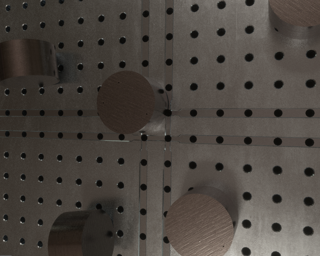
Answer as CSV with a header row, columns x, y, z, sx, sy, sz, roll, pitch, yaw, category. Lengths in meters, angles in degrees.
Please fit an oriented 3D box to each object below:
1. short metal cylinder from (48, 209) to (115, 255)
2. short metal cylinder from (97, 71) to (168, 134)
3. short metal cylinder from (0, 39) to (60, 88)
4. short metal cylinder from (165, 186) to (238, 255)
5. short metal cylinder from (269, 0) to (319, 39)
x,y,z,sx,sy,sz,roll,pitch,yaw,category
-0.104,0.153,0.419,0.050,0.080,0.080,-10,87,19,short metal cylinder
-0.035,-0.032,0.411,0.080,0.050,0.079,0,90,19,short metal cylinder
-0.191,-0.091,0.449,0.080,0.080,0.050,-9,87,19,short metal cylinder
0.052,0.115,0.380,0.080,0.050,0.079,0,90,19,short metal cylinder
0.162,-0.144,0.342,0.080,0.050,0.079,0,90,19,short metal cylinder
